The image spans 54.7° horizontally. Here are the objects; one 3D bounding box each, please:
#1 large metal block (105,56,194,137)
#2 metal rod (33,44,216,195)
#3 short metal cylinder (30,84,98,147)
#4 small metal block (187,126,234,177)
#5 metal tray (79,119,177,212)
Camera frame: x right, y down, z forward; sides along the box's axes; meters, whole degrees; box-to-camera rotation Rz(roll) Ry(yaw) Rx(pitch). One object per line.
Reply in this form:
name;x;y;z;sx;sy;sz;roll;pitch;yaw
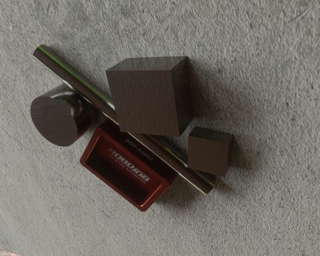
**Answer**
large metal block;-0.009;-0.039;0.371;0.080;0.050;0.079;4;121;25
metal rod;-0.049;-0.012;0.424;0.300;0.025;0.025;39;129;1
short metal cylinder;-0.138;-0.020;0.450;0.080;0.050;0.079;13;124;20
small metal block;0.063;0.029;0.393;0.050;0.025;0.050;12;124;21
metal tray;-0.050;0.058;0.466;0.130;0.030;0.089;38;129;2
